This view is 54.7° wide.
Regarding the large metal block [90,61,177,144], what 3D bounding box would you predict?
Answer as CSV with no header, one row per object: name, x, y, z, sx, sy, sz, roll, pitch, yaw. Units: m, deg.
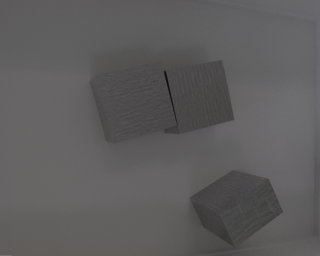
large metal block,-0.034,-0.031,0.385,0.081,0.050,0.080,-16,96,-19

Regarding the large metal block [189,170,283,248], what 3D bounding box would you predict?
large metal block,0.100,0.104,0.418,0.080,0.080,0.050,-28,100,-18

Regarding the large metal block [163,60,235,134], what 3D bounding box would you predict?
large metal block,0.044,-0.040,0.413,0.081,0.050,0.080,-14,95,-20
